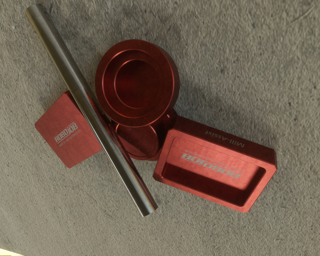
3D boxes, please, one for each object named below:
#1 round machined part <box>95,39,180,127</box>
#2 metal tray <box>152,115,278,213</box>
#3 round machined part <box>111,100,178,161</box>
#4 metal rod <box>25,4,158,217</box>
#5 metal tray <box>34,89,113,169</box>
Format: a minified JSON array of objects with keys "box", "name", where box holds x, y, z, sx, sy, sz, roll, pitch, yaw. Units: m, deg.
[{"box":[-0.023,-0.051,0.364,0.098,0.042,0.097,3,98,21],"name":"round machined part"},{"box":[0.064,0.047,0.386,0.131,0.030,0.089,20,127,3],"name":"metal tray"},{"box":[-0.024,0.004,0.413,0.098,0.042,0.097,13,124,21],"name":"round machined part"},{"box":[-0.088,-0.023,0.397,0.025,0.025,0.299,-31,89,38],"name":"metal rod"},{"box":[-0.127,0.003,0.460,0.130,0.030,0.090,-29,100,46],"name":"metal tray"}]
